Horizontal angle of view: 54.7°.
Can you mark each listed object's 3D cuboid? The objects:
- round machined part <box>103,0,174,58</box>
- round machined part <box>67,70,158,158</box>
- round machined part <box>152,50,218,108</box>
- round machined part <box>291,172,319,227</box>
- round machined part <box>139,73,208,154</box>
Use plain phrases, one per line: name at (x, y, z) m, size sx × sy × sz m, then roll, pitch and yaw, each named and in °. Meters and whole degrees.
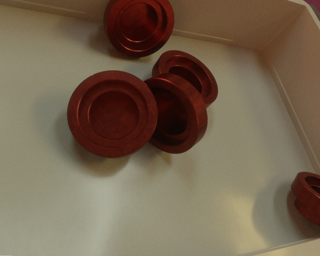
round machined part at (-0.033, -0.154, 0.443) m, size 0.099 × 0.097 × 0.042 m, roll 1°, pitch 38°, yaw -28°
round machined part at (-0.053, -0.013, 0.358) m, size 0.099 × 0.042 × 0.097 m, roll 1°, pitch 80°, yaw -4°
round machined part at (0.031, -0.062, 0.447) m, size 0.099 × 0.042 × 0.098 m, roll 18°, pitch 50°, yaw -22°
round machined part at (0.233, 0.107, 0.438) m, size 0.099 × 0.042 × 0.098 m, roll 18°, pitch 20°, yaw -6°
round machined part at (0.017, -0.021, 0.382) m, size 0.098 × 0.097 × 0.042 m, roll 50°, pitch 46°, yaw 7°
